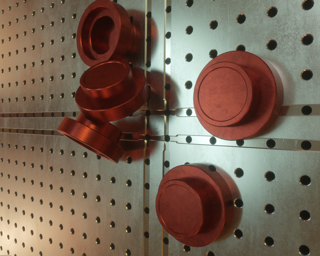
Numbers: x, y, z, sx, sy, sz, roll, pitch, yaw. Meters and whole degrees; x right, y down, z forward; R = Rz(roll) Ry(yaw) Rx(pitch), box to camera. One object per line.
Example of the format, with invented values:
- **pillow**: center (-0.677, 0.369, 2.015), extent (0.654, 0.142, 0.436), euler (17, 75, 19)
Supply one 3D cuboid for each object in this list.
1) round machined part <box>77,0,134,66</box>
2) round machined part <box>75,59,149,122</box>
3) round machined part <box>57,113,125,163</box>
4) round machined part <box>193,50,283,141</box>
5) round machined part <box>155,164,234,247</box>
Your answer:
- **round machined part**: center (-0.077, -0.136, 0.459), extent (0.098, 0.042, 0.097), euler (0, 90, 39)
- **round machined part**: center (-0.067, -0.056, 0.413), extent (0.098, 0.098, 0.042), euler (25, 146, 37)
- **round machined part**: center (-0.093, 0.009, 0.445), extent (0.098, 0.098, 0.042), euler (19, 74, 38)
- **round machined part**: center (0.076, -0.035, 0.334), extent (0.098, 0.042, 0.097), euler (0, 90, 39)
- **round machined part**: center (0.033, 0.093, 0.369), extent (0.098, 0.042, 0.097), euler (0, 90, 39)
